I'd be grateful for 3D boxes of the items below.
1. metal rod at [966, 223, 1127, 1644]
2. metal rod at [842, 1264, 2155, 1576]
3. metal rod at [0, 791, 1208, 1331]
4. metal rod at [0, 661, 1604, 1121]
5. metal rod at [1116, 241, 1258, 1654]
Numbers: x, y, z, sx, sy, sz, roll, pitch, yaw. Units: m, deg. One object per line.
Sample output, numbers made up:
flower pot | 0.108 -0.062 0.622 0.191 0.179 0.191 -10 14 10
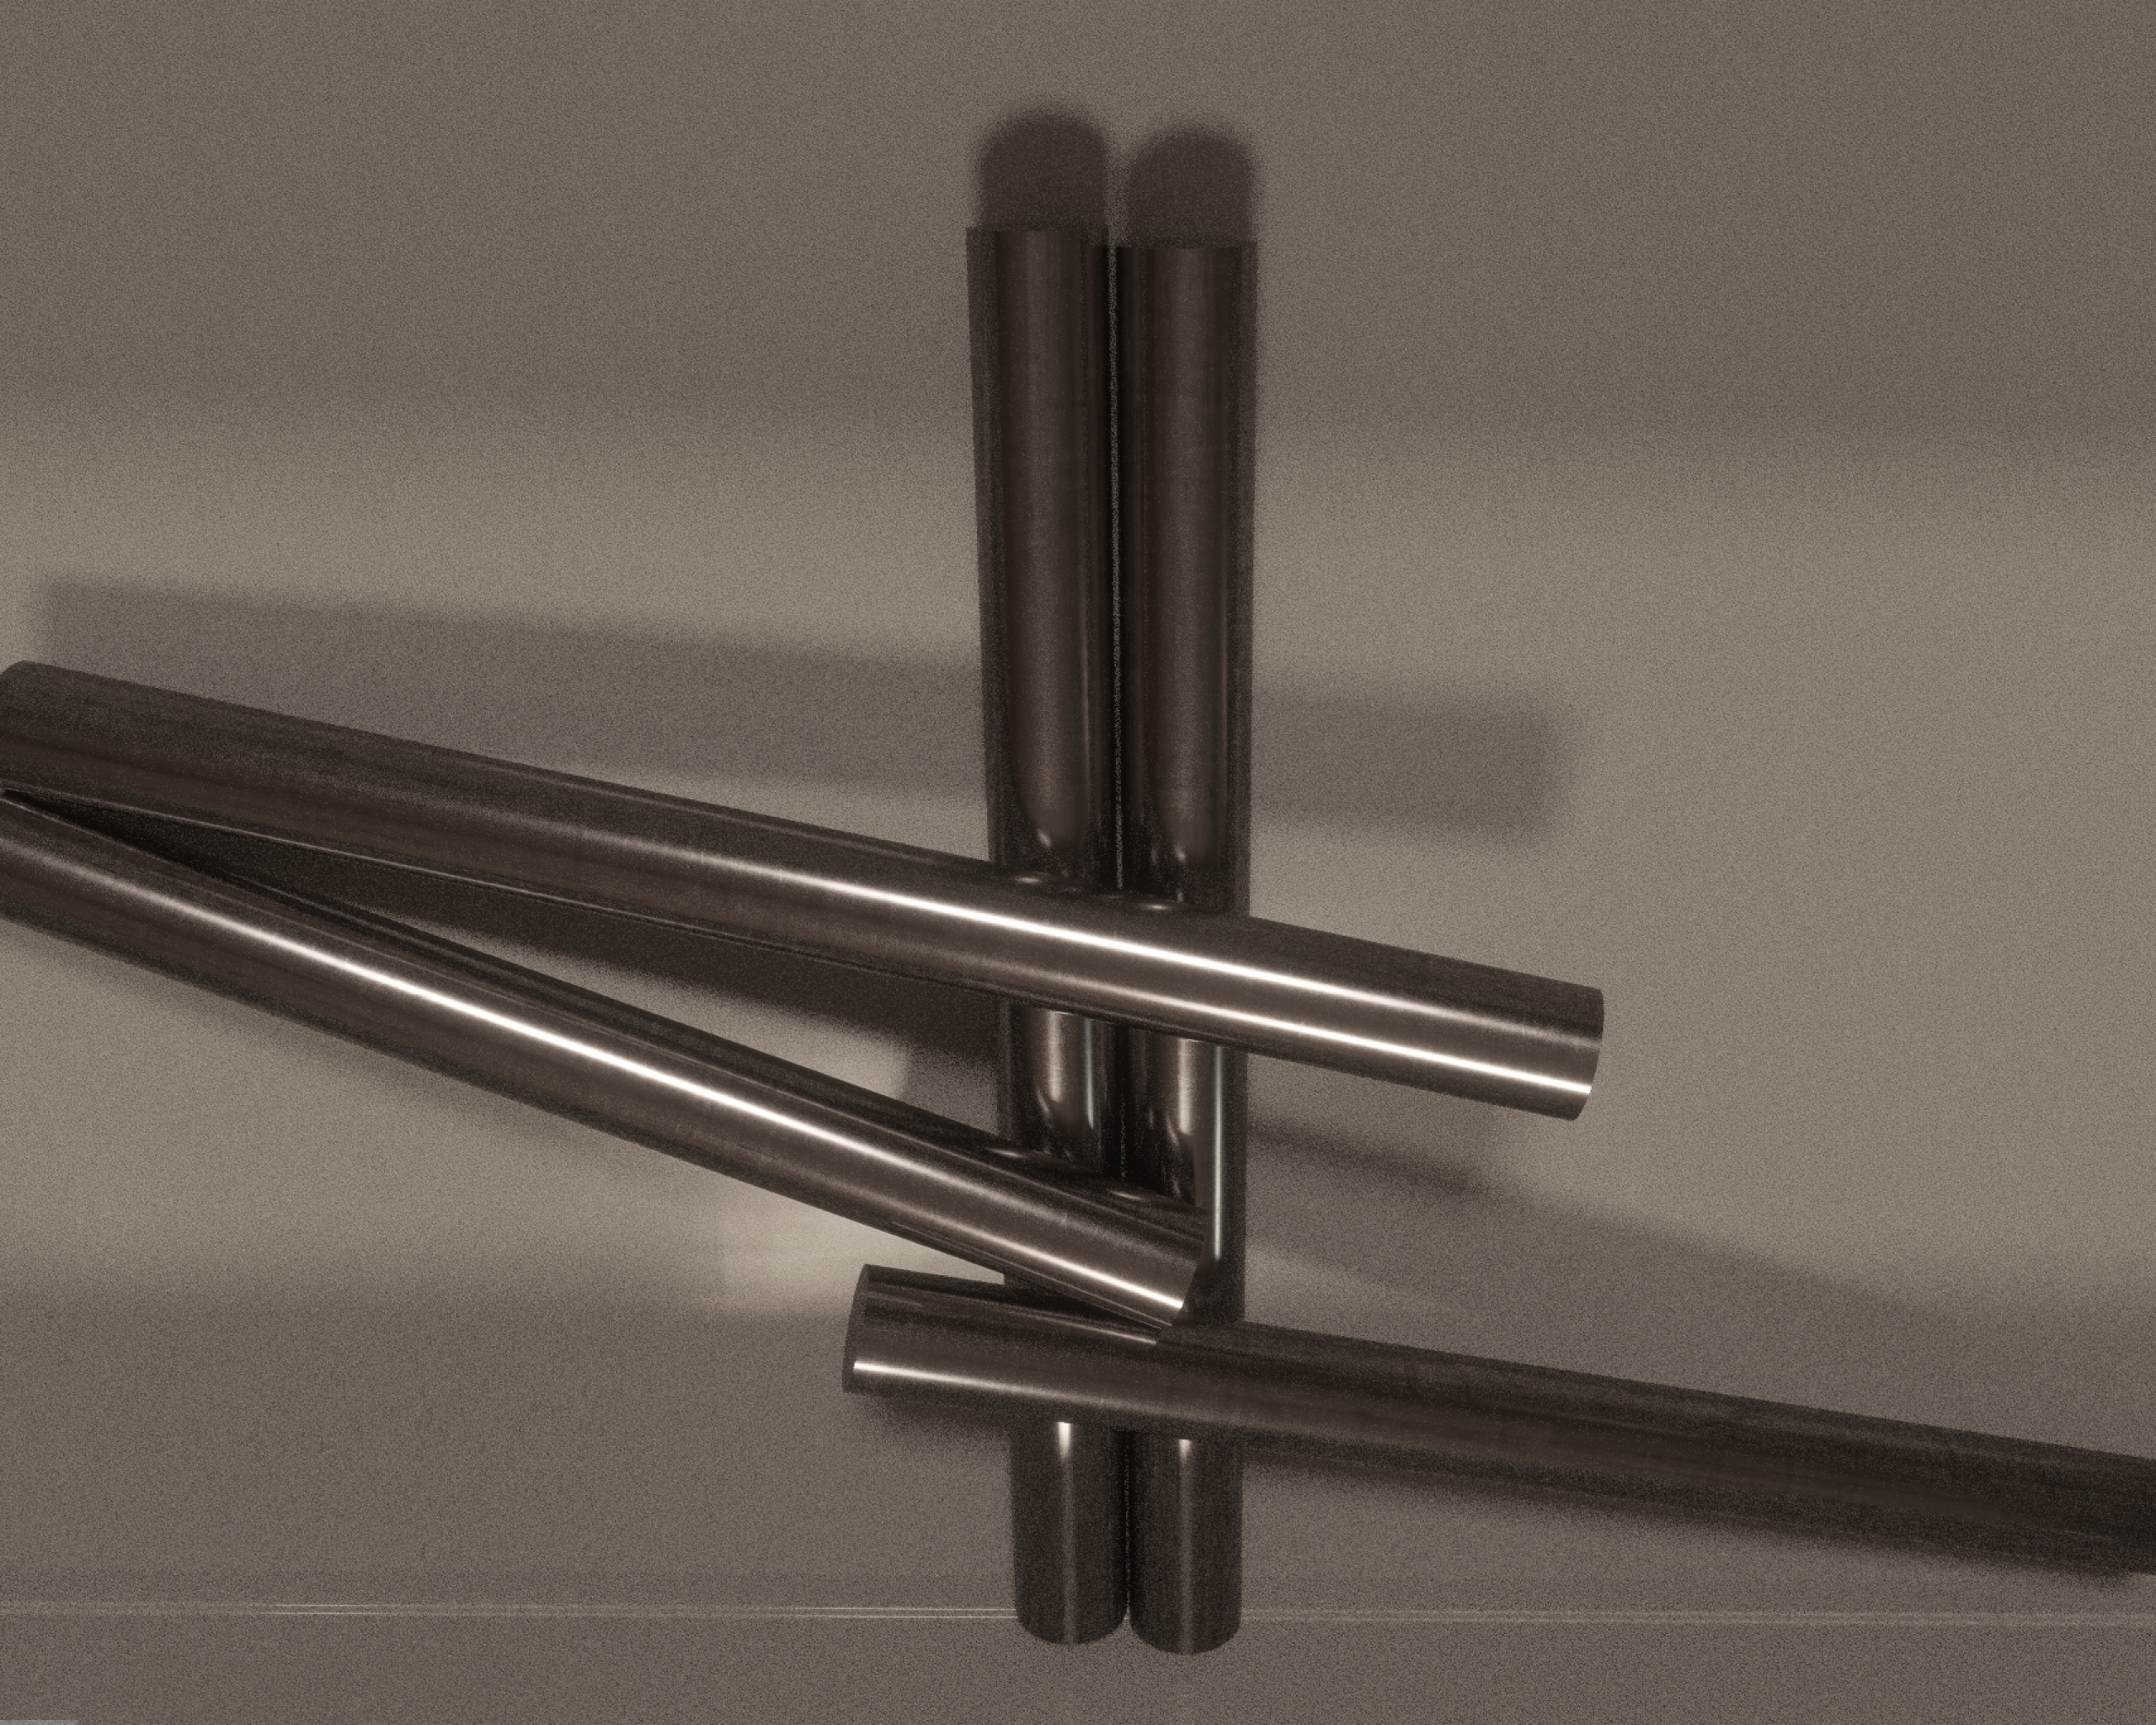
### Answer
metal rod | -0.004 0.028 0.418 0.025 0.025 0.298 -1 110 0
metal rod | 0.102 0.119 0.437 0.302 0.025 0.025 11 110 -11
metal rod | -0.120 0.029 0.405 0.302 0.025 0.025 20 109 -2
metal rod | -0.054 0.005 0.390 0.302 0.025 0.025 12 110 3
metal rod | 0.022 0.030 0.420 0.025 0.025 0.298 -1 110 0
